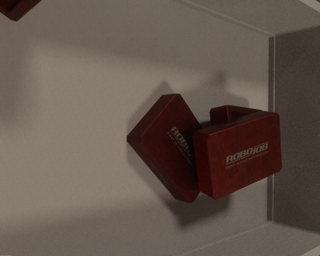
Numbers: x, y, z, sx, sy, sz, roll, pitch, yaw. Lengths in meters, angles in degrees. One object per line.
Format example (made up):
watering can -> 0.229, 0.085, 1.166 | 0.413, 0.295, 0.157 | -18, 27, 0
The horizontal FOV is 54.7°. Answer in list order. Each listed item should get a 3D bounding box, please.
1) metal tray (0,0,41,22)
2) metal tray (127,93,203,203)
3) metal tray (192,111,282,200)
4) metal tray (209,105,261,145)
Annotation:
metal tray -> -0.124, -0.138, 0.234 | 0.090, 0.130, 0.030 | 37, 67, -34
metal tray -> 0.025, 0.029, 0.426 | 0.090, 0.030, 0.130 | -52, 121, -27
metal tray -> 0.111, 0.034, 0.430 | 0.131, 0.030, 0.089 | -16, 106, -26
metal tray -> 0.130, 0.014, 0.492 | 0.131, 0.030, 0.089 | 1, 80, -50
